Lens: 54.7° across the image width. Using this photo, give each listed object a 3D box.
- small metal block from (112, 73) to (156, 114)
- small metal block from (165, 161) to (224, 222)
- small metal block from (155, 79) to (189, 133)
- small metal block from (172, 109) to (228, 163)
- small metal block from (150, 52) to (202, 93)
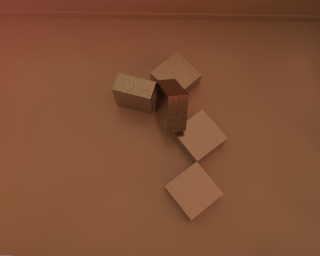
[{"bbox_3d":[-0.033,-0.045,0.412,0.050,0.050,0.025,14,71,5],"label":"small metal block"},{"bbox_3d":[0.041,0.078,0.382,0.050,0.025,0.050,-36,74,-13],"label":"small metal block"},{"bbox_3d":[0.014,-0.029,0.389,0.025,0.050,0.050,-7,32,-15],"label":"small metal block"},{"bbox_3d":[0.051,0.012,0.406,0.050,0.025,0.050,-36,74,-12],"label":"small metal block"},{"bbox_3d":[0.022,-0.070,0.436,0.050,0.025,0.050,-41,75,-14],"label":"small metal block"}]
